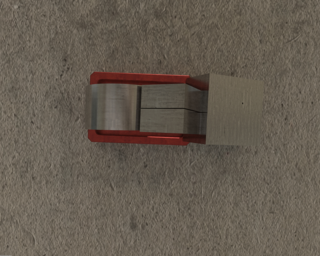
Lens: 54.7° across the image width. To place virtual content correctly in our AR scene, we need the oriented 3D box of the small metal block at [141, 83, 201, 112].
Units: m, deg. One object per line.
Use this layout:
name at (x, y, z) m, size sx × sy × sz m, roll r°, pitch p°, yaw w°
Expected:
small metal block at (0.013, -0.033, 0.346) m, size 0.050 × 0.050 × 0.025 m, roll 2°, pitch 89°, yaw 26°

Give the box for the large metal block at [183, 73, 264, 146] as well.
large metal block at (0.078, -0.020, 0.385) m, size 0.081 × 0.050 × 0.080 m, roll 3°, pitch 90°, yaw -26°

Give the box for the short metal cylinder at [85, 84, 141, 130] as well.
short metal cylinder at (-0.048, -0.023, 0.370) m, size 0.081 × 0.080 × 0.050 m, roll 1°, pitch 90°, yaw 0°

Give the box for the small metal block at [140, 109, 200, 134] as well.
small metal block at (0.012, -0.007, 0.346) m, size 0.050 × 0.050 × 0.025 m, roll 2°, pitch 89°, yaw 26°

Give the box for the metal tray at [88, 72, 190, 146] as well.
metal tray at (-0.025, -0.025, 0.408) m, size 0.131 × 0.030 × 0.089 m, roll 2°, pitch 90°, yaw 0°
